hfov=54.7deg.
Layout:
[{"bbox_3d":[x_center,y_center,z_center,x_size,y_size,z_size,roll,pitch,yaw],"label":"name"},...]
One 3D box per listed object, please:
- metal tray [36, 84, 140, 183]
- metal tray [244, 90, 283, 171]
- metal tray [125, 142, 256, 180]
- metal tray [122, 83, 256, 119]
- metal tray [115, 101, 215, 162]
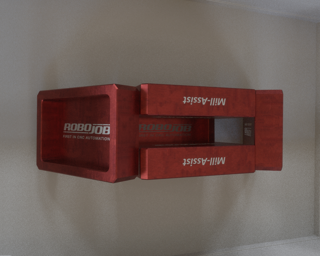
[{"bbox_3d":[-0.080,0.004,0.325,0.030,0.130,0.089,0,91,-52],"label":"metal tray"},{"bbox_3d":[0.129,0.002,0.402,0.030,0.130,0.089,1,91,10],"label":"metal tray"},{"bbox_3d":[0.029,0.034,0.353,0.131,0.090,0.030,0,90,-21],"label":"metal tray"},{"bbox_3d":[0.030,-0.027,0.352,0.131,0.090,0.030,0,90,-20],"label":"metal tray"},{"bbox_3d":[0.008,0.003,0.409,0.131,0.030,0.089,0,90,-21],"label":"metal tray"}]
